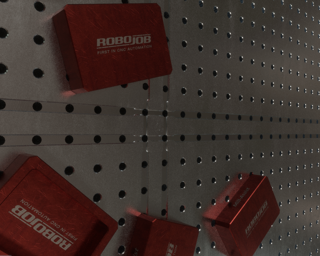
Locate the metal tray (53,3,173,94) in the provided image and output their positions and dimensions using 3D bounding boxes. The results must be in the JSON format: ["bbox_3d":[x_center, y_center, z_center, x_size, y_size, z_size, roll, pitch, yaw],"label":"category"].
[{"bbox_3d":[-0.049,-0.097,0.366,0.131,0.030,0.089,-20,103,-39],"label":"metal tray"}]

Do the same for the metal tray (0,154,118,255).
[{"bbox_3d":[-0.114,0.099,0.311,0.130,0.030,0.090,50,60,-29],"label":"metal tray"}]

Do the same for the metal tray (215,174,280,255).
[{"bbox_3d":[0.157,0.155,0.541,0.131,0.030,0.090,-40,115,-33],"label":"metal tray"}]

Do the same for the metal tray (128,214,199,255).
[{"bbox_3d":[-0.003,0.187,0.406,0.090,0.030,0.130,26,74,-37],"label":"metal tray"}]
